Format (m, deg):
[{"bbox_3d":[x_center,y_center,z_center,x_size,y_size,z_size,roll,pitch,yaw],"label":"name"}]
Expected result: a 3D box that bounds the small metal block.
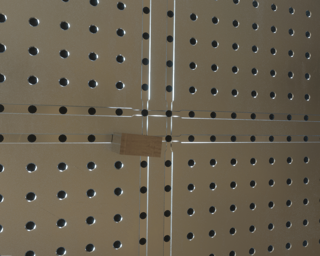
[{"bbox_3d":[-0.030,0.020,0.388,0.050,0.050,0.025,6,88,-20],"label":"small metal block"}]
